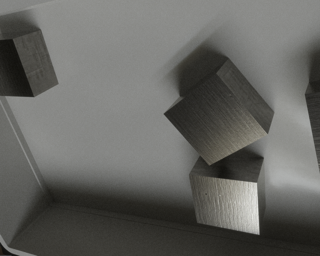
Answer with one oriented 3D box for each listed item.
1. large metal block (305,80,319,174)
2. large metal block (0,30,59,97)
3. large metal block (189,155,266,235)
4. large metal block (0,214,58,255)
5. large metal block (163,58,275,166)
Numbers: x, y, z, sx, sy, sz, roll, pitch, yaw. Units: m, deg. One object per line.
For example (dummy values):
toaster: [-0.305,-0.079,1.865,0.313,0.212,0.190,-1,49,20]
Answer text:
large metal block: [0.185,-0.006,0.283,0.080,0.050,0.080,-9,105,32]
large metal block: [-0.204,-0.092,0.444,0.080,0.050,0.079,4,121,26]
large metal block: [0.089,0.081,0.396,0.080,0.050,0.080,3,120,26]
large metal block: [-0.286,0.249,0.681,0.080,0.080,0.050,22,127,15]
large metal block: [0.066,-0.017,0.347,0.080,0.050,0.080,48,129,-6]
